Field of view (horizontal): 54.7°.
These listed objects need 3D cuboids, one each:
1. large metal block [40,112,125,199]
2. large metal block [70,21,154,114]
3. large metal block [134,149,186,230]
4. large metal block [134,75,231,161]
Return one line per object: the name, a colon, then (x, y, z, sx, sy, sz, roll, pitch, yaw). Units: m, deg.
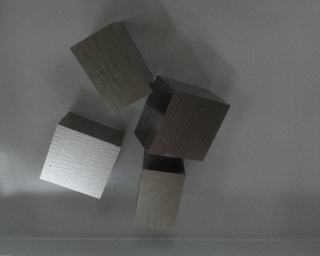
large metal block: (-0.100, 0.035, 0.410, 0.080, 0.050, 0.079, 21, 109, -8)
large metal block: (-0.049, -0.073, 0.355, 0.050, 0.080, 0.080, -28, 108, 9)
large metal block: (-0.002, 0.074, 0.409, 0.050, 0.080, 0.079, 9, 110, -4)
large metal block: (0.026, -0.010, 0.379, 0.081, 0.050, 0.079, 11, 112, -31)
